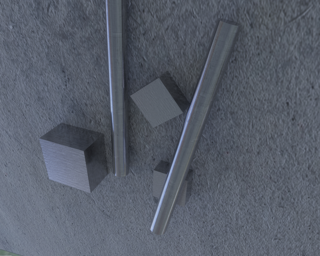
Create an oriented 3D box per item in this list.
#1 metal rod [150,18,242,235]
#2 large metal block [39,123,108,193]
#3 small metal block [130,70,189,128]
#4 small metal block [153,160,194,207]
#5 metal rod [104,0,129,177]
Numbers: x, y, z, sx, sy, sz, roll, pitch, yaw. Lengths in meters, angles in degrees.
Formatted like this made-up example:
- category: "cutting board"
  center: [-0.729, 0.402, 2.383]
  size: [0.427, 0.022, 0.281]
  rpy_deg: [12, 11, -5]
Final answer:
- category: "metal rod"
  center: [0.033, 0.021, 0.378]
  size: [0.025, 0.025, 0.298]
  rpy_deg: [24, 120, 13]
- category: "large metal block"
  center: [-0.133, 0.046, 0.487]
  size: [0.080, 0.050, 0.079]
  rpy_deg: [13, 124, 20]
- category: "small metal block"
  center: [0.000, -0.035, 0.384]
  size: [0.050, 0.025, 0.050]
  rpy_deg: [-27, 104, 37]
- category: "small metal block"
  center: [0.018, 0.080, 0.445]
  size: [0.050, 0.025, 0.050]
  rpy_deg: [15, 125, 19]
- category: "metal rod"
  center: [-0.053, -0.058, 0.397]
  size: [0.025, 0.025, 0.298]
  rpy_deg: [16, 125, 19]
